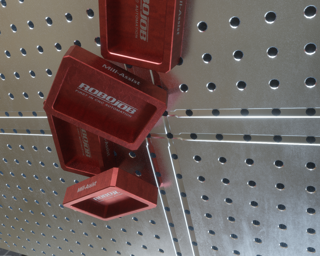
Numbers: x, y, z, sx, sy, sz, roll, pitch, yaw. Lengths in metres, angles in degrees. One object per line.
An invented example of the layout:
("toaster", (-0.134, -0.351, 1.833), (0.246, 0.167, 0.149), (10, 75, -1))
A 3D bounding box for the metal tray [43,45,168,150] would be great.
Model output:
("metal tray", (-0.067, -0.033, 0.387), (0.131, 0.030, 0.089), (25, 126, -15))

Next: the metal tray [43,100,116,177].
("metal tray", (-0.121, 0.015, 0.478), (0.090, 0.030, 0.129), (10, 123, 22))

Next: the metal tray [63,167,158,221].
("metal tray", (-0.078, 0.108, 0.487), (0.130, 0.030, 0.090), (-26, 134, 37))

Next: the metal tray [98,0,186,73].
("metal tray", (-0.020, -0.132, 0.335), (0.090, 0.030, 0.129), (16, 125, 18))
